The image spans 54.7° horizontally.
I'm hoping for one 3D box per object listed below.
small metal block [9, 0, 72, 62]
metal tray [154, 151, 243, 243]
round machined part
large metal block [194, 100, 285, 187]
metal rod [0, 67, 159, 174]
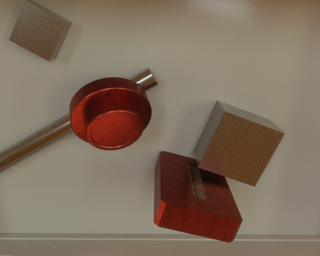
[{"bbox_3d":[-0.141,-0.115,0.367,0.050,0.025,0.050,28,107,-10],"label":"small metal block"},{"bbox_3d":[0.040,0.078,0.385,0.091,0.130,0.030,15,109,-6],"label":"metal tray"},{"bbox_3d":[-0.057,-0.010,0.375,0.099,0.042,0.097,-11,139,-10],"label":"round machined part"},{"bbox_3d":[0.100,0.020,0.407,0.080,0.050,0.079,20,109,-8],"label":"large metal block"},{"bbox_3d":[-0.139,0.005,0.411,0.301,0.025,0.025,-28,108,9],"label":"metal rod"}]
